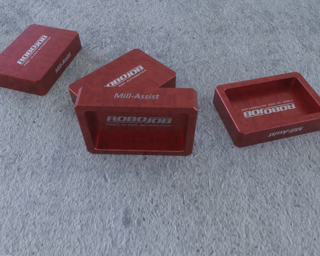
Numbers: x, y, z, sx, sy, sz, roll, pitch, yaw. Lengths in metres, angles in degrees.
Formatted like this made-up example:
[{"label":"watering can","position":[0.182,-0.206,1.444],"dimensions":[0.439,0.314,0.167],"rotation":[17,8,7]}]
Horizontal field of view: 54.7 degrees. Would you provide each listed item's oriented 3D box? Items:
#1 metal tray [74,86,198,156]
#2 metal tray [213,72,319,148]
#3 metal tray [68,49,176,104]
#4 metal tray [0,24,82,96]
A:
[{"label":"metal tray","position":[-0.025,-0.006,0.365],"dimensions":[0.131,0.090,0.030],"rotation":[1,50,1]},{"label":"metal tray","position":[0.150,-0.028,0.424],"dimensions":[0.131,0.030,0.090],"rotation":[-11,51,-9]},{"label":"metal tray","position":[-0.052,-0.059,0.449],"dimensions":[0.131,0.030,0.090],"rotation":[-37,59,-27]},{"label":"metal tray","position":[-0.195,-0.113,0.493],"dimensions":[0.090,0.030,0.130],"rotation":[13,51,10]}]
